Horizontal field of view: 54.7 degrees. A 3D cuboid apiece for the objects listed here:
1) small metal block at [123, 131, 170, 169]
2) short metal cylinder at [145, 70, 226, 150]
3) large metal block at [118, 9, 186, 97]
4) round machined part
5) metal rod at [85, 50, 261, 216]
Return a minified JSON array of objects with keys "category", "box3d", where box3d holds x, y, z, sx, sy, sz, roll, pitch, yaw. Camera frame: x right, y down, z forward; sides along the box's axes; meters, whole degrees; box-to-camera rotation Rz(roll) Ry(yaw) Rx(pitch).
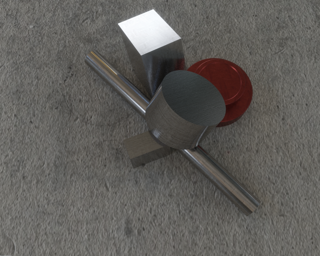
[{"category":"small metal block","box3d":[-0.016,0.025,0.387,0.050,0.050,0.025,-20,71,-8]},{"category":"short metal cylinder","box3d":[0.029,-0.021,0.365,0.081,0.050,0.080,14,51,-18]},{"category":"large metal block","box3d":[-0.007,-0.093,0.403,0.050,0.080,0.080,-26,50,-8]},{"category":"round machined part","box3d":[0.077,-0.054,0.420,0.099,0.042,0.098,0,70,-1]},{"category":"metal rod","box3d":[0.008,-0.002,0.411,0.300,0.025,0.025,43,75,14]}]
